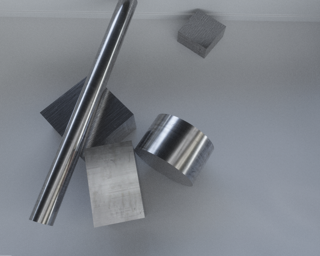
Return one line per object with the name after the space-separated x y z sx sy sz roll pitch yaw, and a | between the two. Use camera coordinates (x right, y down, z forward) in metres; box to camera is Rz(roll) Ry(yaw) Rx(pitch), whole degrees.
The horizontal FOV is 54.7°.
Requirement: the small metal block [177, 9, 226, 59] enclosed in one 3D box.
0.061 -0.140 0.462 0.050 0.025 0.050 36 74 12 | small metal block

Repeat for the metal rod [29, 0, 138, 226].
-0.082 -0.038 0.369 0.025 0.025 0.299 15 70 5 | metal rod

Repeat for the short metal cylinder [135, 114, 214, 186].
0.017 0.027 0.371 0.080 0.080 0.050 30 73 10 | short metal cylinder

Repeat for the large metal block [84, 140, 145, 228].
-0.048 0.065 0.352 0.050 0.080 0.080 -10 76 -4 | large metal block

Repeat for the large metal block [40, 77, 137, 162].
-0.089 -0.009 0.399 0.080 0.050 0.080 -42 76 -14 | large metal block
